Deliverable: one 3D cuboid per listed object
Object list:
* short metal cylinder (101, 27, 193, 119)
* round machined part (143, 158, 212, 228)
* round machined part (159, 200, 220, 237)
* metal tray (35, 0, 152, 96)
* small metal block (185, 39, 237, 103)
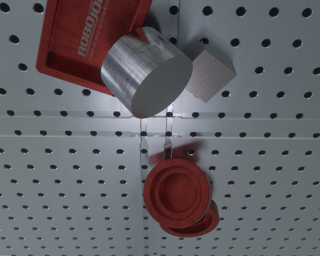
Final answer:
[{"bbox_3d":[-0.013,-0.056,0.321,0.080,0.050,0.080,-36,156,-18],"label":"short metal cylinder"},{"bbox_3d":[0.028,0.095,0.457,0.098,0.098,0.042,-19,162,15],"label":"round machined part"},{"bbox_3d":[0.048,0.139,0.520,0.099,0.042,0.097,0,130,0],"label":"round machined part"},{"bbox_3d":[-0.069,-0.103,0.319,0.091,0.030,0.129,17,128,-15],"label":"metal tray"},{"bbox_3d":[0.051,-0.064,0.358,0.050,0.025,0.050,31,123,-24],"label":"small metal block"}]
